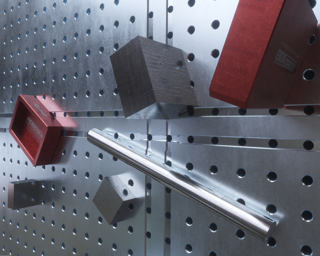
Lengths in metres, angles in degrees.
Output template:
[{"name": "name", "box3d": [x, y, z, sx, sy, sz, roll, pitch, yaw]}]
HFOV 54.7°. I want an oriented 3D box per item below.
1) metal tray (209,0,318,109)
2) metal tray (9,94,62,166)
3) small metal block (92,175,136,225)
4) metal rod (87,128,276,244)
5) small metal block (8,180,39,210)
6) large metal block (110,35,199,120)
[{"name": "metal tray", "box3d": [0.093, -0.063, 0.262, 0.030, 0.131, 0.089, 25, 106, 29]}, {"name": "metal tray", "box3d": [-0.249, 0.003, 0.611, 0.130, 0.030, 0.089, 39, 114, 33]}, {"name": "small metal block", "box3d": [-0.070, 0.108, 0.468, 0.050, 0.025, 0.050, 44, 116, 31]}, {"name": "metal rod", "box3d": [0.003, 0.059, 0.406, 0.300, 0.025, 0.025, 23, 105, 37]}, {"name": "small metal block", "box3d": [-0.273, 0.132, 0.619, 0.025, 0.050, 0.050, 2, 92, 40]}, {"name": "large metal block", "box3d": [-0.006, -0.057, 0.379, 0.050, 0.081, 0.080, -25, 75, 37]}]
